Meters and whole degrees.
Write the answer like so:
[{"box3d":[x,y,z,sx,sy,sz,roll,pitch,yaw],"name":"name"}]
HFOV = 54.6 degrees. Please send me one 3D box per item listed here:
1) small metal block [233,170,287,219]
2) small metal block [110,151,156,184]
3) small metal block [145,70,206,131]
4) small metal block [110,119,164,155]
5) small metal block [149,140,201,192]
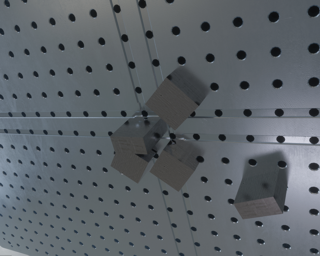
[{"box3d":[0.124,0.082,0.381,0.050,0.050,0.025,-22,107,36],"name":"small metal block"},{"box3d":[-0.040,0.047,0.462,0.050,0.025,0.050,32,129,7],"name":"small metal block"},{"box3d":[0.018,-0.033,0.381,0.050,0.025,0.050,42,129,-1],"name":"small metal block"},{"box3d":[-0.030,0.010,0.418,0.050,0.050,0.025,1,119,28],"name":"small metal block"},{"box3d":[0.020,0.054,0.434,0.050,0.025,0.050,34,129,6],"name":"small metal block"}]
